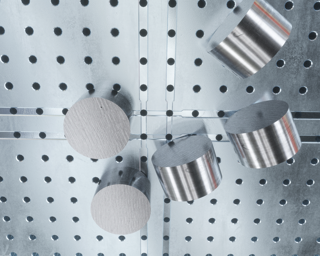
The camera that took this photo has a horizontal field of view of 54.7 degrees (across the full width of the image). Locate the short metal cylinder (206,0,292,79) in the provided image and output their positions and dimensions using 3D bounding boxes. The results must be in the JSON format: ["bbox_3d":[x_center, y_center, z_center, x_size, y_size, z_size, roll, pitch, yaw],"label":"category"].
[{"bbox_3d":[0.097,-0.102,0.347,0.050,0.080,0.080,36,106,-12],"label":"short metal cylinder"}]

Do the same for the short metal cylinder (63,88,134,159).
[{"bbox_3d":[-0.076,-0.007,0.397,0.081,0.050,0.079,0,110,0],"label":"short metal cylinder"}]

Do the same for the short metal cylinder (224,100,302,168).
[{"bbox_3d":[0.127,0.006,0.387,0.080,0.080,0.050,-24,108,8],"label":"short metal cylinder"}]

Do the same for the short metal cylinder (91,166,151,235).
[{"bbox_3d":[-0.052,0.101,0.437,0.081,0.050,0.079,0,110,0],"label":"short metal cylinder"}]

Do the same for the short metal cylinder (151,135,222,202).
[{"bbox_3d":[0.035,0.050,0.403,0.080,0.080,0.050,-17,109,6],"label":"short metal cylinder"}]
